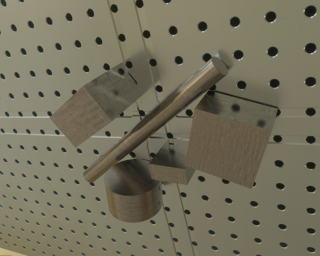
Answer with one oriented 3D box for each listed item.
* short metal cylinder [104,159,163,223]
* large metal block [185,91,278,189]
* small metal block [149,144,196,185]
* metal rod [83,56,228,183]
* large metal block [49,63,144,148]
[{"bbox_3d":[-0.037,0.089,0.448,0.080,0.080,0.050,11,123,22],"label":"short metal cylinder"},{"bbox_3d":[0.080,0.012,0.356,0.080,0.050,0.079,18,125,17],"label":"large metal block"},{"bbox_3d":[0.020,0.047,0.413,0.050,0.050,0.025,5,121,25],"label":"small metal block"},{"bbox_3d":[-0.026,0.006,0.427,0.025,0.025,0.299,47,129,-5],"label":"metal rod"},{"bbox_3d":[-0.080,-0.029,0.399,0.080,0.080,0.050,-32,101,38],"label":"large metal block"}]
